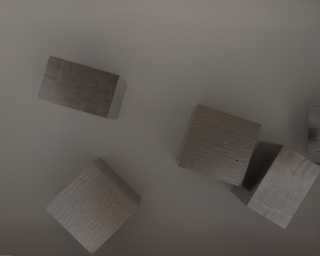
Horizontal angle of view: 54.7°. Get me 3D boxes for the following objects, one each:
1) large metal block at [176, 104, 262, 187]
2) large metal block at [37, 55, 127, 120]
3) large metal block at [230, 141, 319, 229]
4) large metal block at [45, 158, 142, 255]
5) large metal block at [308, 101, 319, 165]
[{"bbox_3d":[0.072,0.021,0.399,0.080,0.050,0.080,18,90,0],"label":"large metal block"},{"bbox_3d":[-0.090,-0.046,0.383,0.080,0.080,0.050,16,90,0],"label":"large metal block"},{"bbox_3d":[0.139,0.066,0.385,0.050,0.080,0.080,31,90,0],"label":"large metal block"},{"bbox_3d":[-0.082,0.097,0.398,0.080,0.050,0.080,-45,90,0],"label":"large metal block"},{"bbox_3d":[0.234,0.007,0.378,0.050,0.080,0.080,1,90,-35],"label":"large metal block"}]
